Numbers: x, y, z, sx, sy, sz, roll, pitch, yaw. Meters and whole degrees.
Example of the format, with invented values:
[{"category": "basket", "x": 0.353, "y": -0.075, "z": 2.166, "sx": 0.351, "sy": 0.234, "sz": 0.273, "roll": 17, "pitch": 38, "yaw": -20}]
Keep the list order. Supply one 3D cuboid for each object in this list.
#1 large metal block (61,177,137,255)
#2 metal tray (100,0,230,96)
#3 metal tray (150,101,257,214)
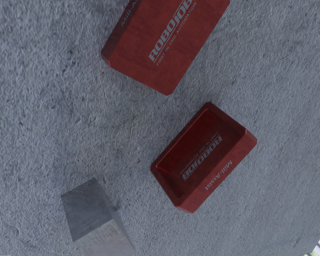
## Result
[{"category": "large metal block", "x": -0.081, "y": 0.126, "z": 0.405, "sx": 0.050, "sy": 0.080, "sz": 0.080, "roll": -29, "pitch": 128, "yaw": -10}, {"category": "metal tray", "x": 0.007, "y": -0.110, "z": 0.339, "sx": 0.090, "sy": 0.030, "sz": 0.129, "roll": 23, "pitch": 106, "yaw": -37}, {"category": "metal tray", "x": 0.054, "y": 0.037, "z": 0.417, "sx": 0.130, "sy": 0.090, "sz": 0.030, "roll": -49, "pitch": 129, "yaw": 6}]
